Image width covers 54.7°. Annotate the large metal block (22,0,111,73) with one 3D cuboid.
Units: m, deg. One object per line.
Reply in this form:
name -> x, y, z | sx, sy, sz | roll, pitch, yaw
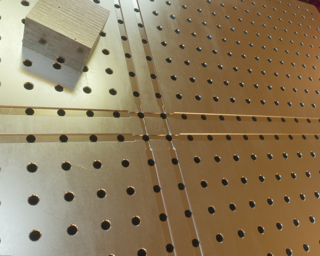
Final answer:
large metal block -> -0.121, -0.132, 0.408 | 0.080, 0.050, 0.080 | 24, 53, -14
